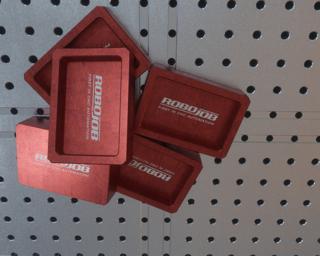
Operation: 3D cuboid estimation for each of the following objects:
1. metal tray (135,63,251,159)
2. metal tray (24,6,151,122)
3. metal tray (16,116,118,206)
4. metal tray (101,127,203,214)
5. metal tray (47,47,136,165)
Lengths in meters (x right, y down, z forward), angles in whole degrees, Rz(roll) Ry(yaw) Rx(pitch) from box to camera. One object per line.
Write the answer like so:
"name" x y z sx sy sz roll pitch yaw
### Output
"metal tray" 0.038 -0.021 0.402 0.131 0.030 0.089 17 110 -7
"metal tray" -0.087 -0.073 0.382 0.130 0.030 0.090 -38 105 12
"metal tray" -0.121 0.042 0.407 0.130 0.030 0.089 11 111 10
"metal tray" -0.018 0.055 0.430 0.131 0.030 0.090 24 109 -9
"metal tray" -0.077 -0.024 0.355 0.090 0.030 0.129 1 86 7
